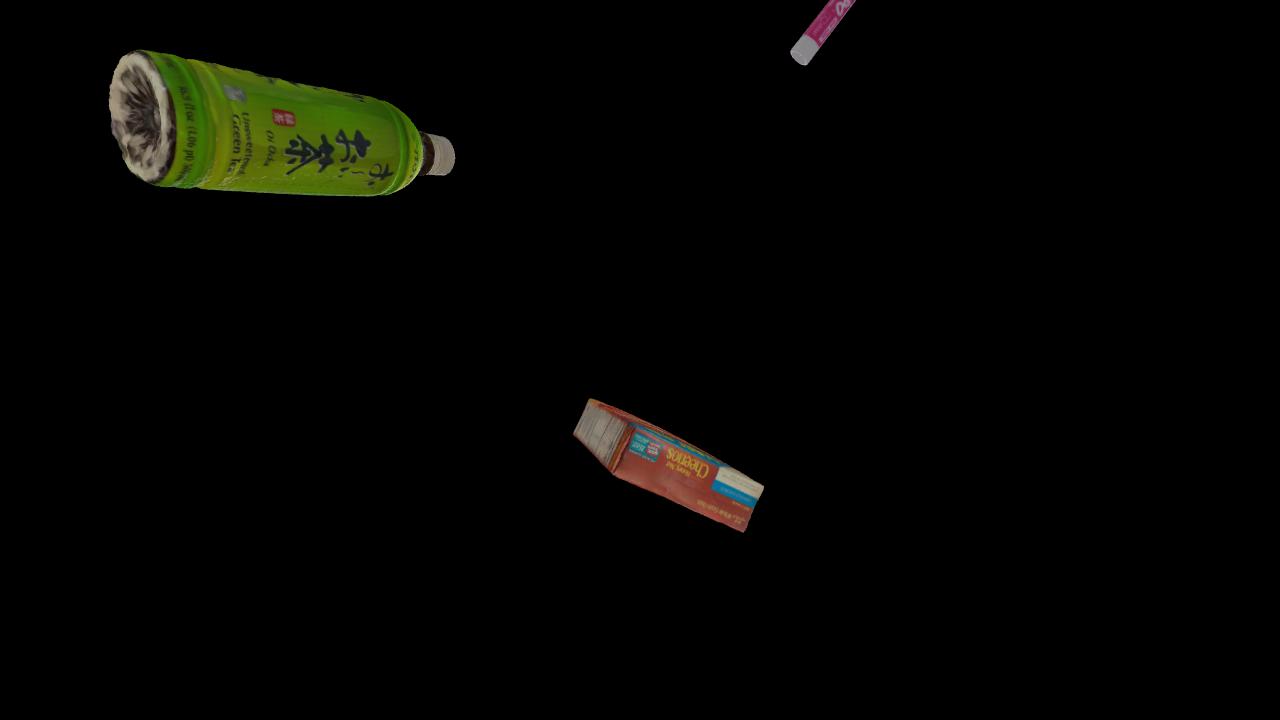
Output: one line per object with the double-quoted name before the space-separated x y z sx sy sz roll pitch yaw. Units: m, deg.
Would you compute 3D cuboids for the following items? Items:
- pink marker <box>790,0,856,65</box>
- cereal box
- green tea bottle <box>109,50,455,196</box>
"pink marker" 0.171 -0.302 0.512 0.020 0.121 0.020 38 7 -5
"cereal box" 0.026 0.145 0.922 0.203 0.081 0.306 26 -5 -15
"green tea bottle" -0.214 -0.146 0.412 0.073 0.073 0.212 0 11 28
